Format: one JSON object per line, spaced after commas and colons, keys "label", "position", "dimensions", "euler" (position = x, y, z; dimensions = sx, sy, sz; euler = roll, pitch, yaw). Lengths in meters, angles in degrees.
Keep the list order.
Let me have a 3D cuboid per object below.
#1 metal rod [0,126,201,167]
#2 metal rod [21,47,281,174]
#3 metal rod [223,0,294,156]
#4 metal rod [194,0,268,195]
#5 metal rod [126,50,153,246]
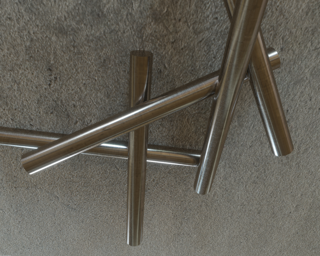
{"label": "metal rod", "position": [-0.079, 0.027, 0.429], "dimensions": [0.302, 0.025, 0.025], "euler": [7, 130, -7]}
{"label": "metal rod", "position": [-0.011, -0.018, 0.347], "dimensions": [0.301, 0.025, 0.025], "euler": [-23, 128, 2]}
{"label": "metal rod", "position": [0.085, -0.092, 0.299], "dimensions": [0.025, 0.025, 0.299], "euler": [-19, 119, 15]}
{"label": "metal rod", "position": [0.069, -0.017, 0.343], "dimensions": [0.025, 0.025, 0.298], "euler": [2, 136, -2]}
{"label": "metal rod", "position": [-0.030, 0.047, 0.412], "dimensions": [0.025, 0.025, 0.298], "euler": [3, 120, -3]}
